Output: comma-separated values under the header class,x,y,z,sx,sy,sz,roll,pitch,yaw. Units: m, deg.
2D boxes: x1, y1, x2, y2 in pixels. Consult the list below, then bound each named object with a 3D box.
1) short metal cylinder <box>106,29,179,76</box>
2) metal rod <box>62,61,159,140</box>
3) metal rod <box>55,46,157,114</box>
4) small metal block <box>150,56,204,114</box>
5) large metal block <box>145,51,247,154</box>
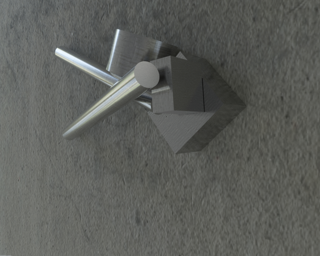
class,x,y,z,sx,sy,sz,roll,pitch,yaw
short metal cylinder,-0.022,-0.088,0.389,0.080,0.081,0.050,26,107,36
metal rod,-0.083,-0.019,0.403,0.299,0.025,0.025,-22,76,59
metal rod,-0.086,-0.079,0.438,0.300,0.025,0.025,32,110,47
small metal block,0.018,-0.040,0.305,0.025,0.050,0.050,-5,87,40
large metal block,0.036,-0.028,0.357,0.080,0.050,0.080,-49,61,30
